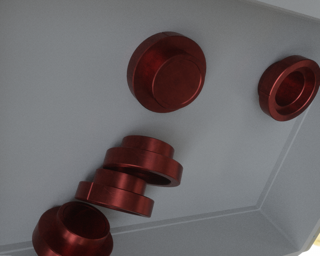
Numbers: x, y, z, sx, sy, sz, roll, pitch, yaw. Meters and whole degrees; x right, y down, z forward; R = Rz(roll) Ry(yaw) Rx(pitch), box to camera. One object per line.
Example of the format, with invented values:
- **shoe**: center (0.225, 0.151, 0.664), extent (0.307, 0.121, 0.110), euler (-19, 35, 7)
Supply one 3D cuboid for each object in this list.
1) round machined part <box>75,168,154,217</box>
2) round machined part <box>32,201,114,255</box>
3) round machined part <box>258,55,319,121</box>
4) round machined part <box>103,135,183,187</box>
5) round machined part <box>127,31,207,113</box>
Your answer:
- **round machined part**: center (-0.054, 0.081, 0.396), extent (0.098, 0.098, 0.042), euler (30, 66, -38)
- **round machined part**: center (-0.102, 0.130, 0.387), extent (0.099, 0.098, 0.042), euler (19, 108, -36)
- **round machined part**: center (0.187, -0.062, 0.464), extent (0.099, 0.042, 0.097), euler (-14, 125, -21)
- **round machined part**: center (-0.019, 0.041, 0.391), extent (0.098, 0.098, 0.042), euler (30, 63, -39)
- **round machined part**: center (0.014, -0.061, 0.369), extent (0.099, 0.042, 0.097), euler (-14, 125, -21)
